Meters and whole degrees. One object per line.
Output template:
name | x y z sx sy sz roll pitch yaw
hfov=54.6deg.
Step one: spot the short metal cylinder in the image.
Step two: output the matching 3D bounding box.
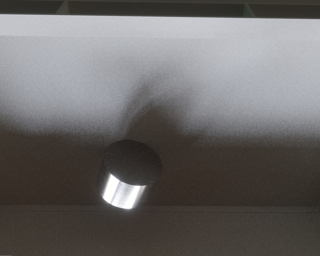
short metal cylinder | -0.043 0.062 0.425 0.080 0.080 0.050 15 129 -12
